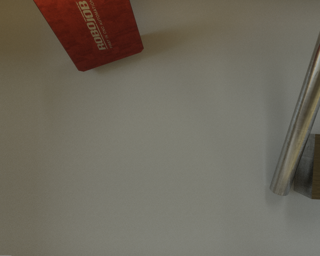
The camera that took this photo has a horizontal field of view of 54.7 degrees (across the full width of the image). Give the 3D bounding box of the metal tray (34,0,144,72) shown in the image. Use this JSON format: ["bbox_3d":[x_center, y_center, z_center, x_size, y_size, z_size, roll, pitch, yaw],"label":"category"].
[{"bbox_3d":[-0.077,-0.127,0.358,0.090,0.130,0.030,-19,63,0],"label":"metal tray"}]

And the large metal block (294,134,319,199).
[{"bbox_3d":[0.227,0.049,0.402,0.081,0.050,0.079,3,90,-1],"label":"large metal block"}]

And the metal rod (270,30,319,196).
[{"bbox_3d":[0.177,-0.051,0.354,0.025,0.025,0.298,7,115,-1],"label":"metal rod"}]
